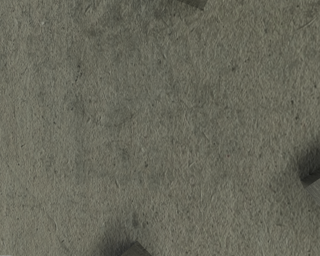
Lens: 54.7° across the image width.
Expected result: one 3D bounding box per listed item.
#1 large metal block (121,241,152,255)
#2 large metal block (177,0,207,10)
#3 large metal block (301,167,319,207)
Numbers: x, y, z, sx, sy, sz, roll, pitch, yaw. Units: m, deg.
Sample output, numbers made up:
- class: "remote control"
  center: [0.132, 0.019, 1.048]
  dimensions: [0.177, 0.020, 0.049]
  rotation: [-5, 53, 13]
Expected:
- class: "large metal block"
  center: [-0.051, 0.205, 0.398]
  dimensions: [0.050, 0.080, 0.080]
  rotation: [41, 103, 15]
- class: "large metal block"
  center: [0.030, -0.206, 0.385]
  dimensions: [0.080, 0.050, 0.080]
  rotation: [28, 99, 17]
- class: "large metal block"
  center: [0.210, 0.068, 0.321]
  dimensions: [0.080, 0.050, 0.080]
  rotation: [-41, 77, 15]
